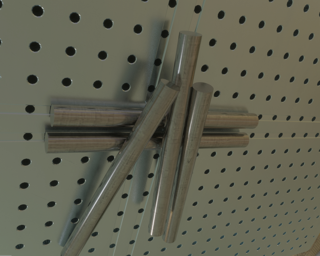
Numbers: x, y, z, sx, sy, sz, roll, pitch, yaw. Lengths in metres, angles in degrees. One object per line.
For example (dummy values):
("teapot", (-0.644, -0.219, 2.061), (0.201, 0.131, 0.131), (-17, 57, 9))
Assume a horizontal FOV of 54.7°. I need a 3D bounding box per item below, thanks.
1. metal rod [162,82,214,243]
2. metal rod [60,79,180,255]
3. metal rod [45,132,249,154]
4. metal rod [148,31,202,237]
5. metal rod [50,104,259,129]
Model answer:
("metal rod", (0.033, 0.071, 0.451), (0.025, 0.025, 0.298), (-10, 130, -23))
("metal rod", (-0.061, 0.070, 0.398), (0.025, 0.025, 0.298), (15, 117, -35))
("metal rod", (0.003, 0.018, 0.426), (0.303, 0.025, 0.025), (1, 118, -29))
("metal rod", (0.014, 0.027, 0.405), (0.025, 0.025, 0.298), (-6, 122, -26))
("metal rod", (0.014, -0.012, 0.413), (0.303, 0.025, 0.025), (1, 118, -29))
